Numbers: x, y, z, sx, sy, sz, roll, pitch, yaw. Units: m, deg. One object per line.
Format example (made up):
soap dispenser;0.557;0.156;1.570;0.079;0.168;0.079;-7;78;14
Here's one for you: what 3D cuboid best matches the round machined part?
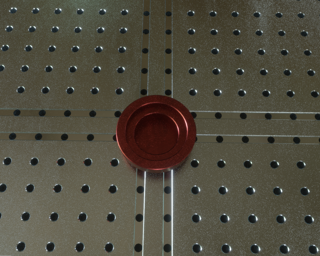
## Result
round machined part;-0.004;0.010;0.399;0.099;0.042;0.098;0;70;-1
